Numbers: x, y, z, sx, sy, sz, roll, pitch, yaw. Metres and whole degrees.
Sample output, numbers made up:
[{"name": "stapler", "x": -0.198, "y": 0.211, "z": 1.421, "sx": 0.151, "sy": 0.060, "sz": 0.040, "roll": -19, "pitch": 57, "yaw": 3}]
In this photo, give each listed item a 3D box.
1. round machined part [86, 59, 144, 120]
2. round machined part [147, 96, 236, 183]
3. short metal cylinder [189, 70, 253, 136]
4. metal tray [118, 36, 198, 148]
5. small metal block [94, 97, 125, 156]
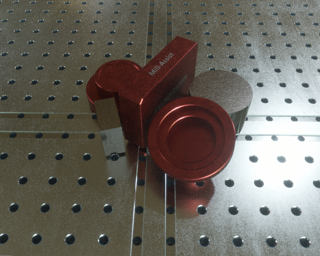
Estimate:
[{"name": "round machined part", "x": -0.056, "y": -0.061, "z": 0.441, "sx": 0.099, "sy": 0.042, "sz": 0.098, "roll": 0, "pitch": 50, "yaw": 0}, {"name": "round machined part", "x": 0.038, "y": 0.016, "z": 0.364, "sx": 0.098, "sy": 0.042, "sz": 0.098, "roll": -3, "pitch": 71, "yaw": 10}, {"name": "short metal cylinder", "x": 0.078, "y": -0.032, "z": 0.414, "sx": 0.081, "sy": 0.050, "sz": 0.080, "roll": 0, "pitch": 50, "yaw": 0}, {"name": "metal tray", "x": 0.002, "y": -0.047, "z": 0.400, "sx": 0.030, "sy": 0.089, "sz": 0.130, "roll": 26, "pitch": 55, "yaw": 20}, {"name": "small metal block", "x": -0.063, "y": -0.001, "z": 0.386, "sx": 0.025, "sy": 0.050, "sz": 0.050, "roll": -12, "pitch": 51, "yaw": -10}]
